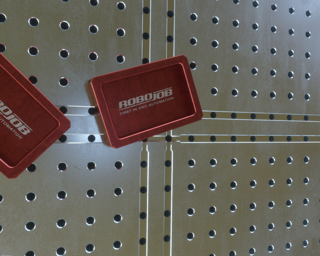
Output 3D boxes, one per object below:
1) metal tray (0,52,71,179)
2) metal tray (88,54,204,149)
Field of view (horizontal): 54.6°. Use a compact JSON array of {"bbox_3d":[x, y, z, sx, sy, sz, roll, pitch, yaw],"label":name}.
[{"bbox_3d":[-0.178,-0.019,0.344,0.090,0.030,0.130,-46,105,-14],"label":"metal tray"},{"bbox_3d":[-0.016,-0.036,0.403,0.131,0.030,0.090,-19,96,-19],"label":"metal tray"}]
